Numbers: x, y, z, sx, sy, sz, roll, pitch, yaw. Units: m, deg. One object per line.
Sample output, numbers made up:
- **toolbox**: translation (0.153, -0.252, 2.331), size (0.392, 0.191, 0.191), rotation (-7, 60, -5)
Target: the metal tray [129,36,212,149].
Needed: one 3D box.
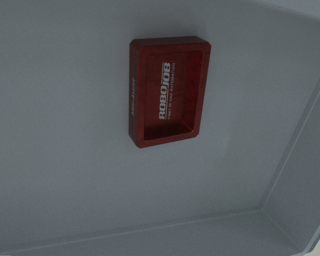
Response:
- **metal tray**: translation (0.009, -0.043, 0.383), size (0.091, 0.030, 0.129), rotation (-10, 123, -23)
